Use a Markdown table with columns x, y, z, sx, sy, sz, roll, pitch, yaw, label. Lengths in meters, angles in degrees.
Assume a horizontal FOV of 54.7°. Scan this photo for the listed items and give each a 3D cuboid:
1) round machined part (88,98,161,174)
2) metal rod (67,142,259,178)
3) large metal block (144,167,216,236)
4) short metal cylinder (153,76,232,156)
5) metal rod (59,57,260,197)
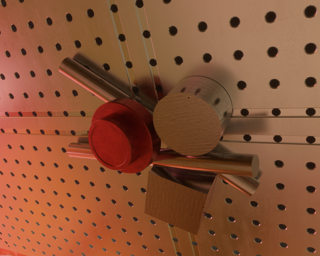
| x | y | z | sx | sy | sz | roll | pitch | yaw | label |
| --- | --- | --- | --- | --- | --- | --- | --- | --- | --- |
| -0.051 | 0.015 | 0.391 | 0.098 | 0.042 | 0.097 | 14 | 117 | 29 | round machined part |
| -0.020 | 0.038 | 0.420 | 0.300 | 0.025 | 0.025 | 1 | 119 | 35 | metal rod |
| 0.028 | 0.090 | 0.432 | 0.080 | 0.050 | 0.079 | 18 | 126 | 17 | large metal block |
| 0.039 | -0.014 | 0.363 | 0.080 | 0.050 | 0.079 | 13 | 124 | 20 | short metal cylinder |
| -0.005 | -0.005 | 0.410 | 0.301 | 0.025 | 0.025 | 33 | 129 | 5 | metal rod |
